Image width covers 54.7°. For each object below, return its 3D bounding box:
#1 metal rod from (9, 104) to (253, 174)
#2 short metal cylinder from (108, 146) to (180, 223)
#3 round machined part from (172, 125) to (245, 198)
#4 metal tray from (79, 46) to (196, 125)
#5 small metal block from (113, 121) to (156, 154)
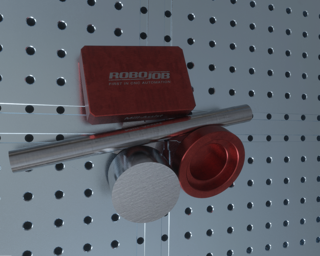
[{"bbox_3d":[-0.018,0.008,0.379,0.303,0.025,0.025,-12,94,-20],"label":"metal rod"},{"bbox_3d":[-0.021,0.068,0.380,0.081,0.050,0.079,-5,110,-13],"label":"short metal cylinder"},{"bbox_3d":[0.061,0.041,0.415,0.099,0.042,0.097,-10,116,-20],"label":"round machined part"},{"bbox_3d":[-0.028,-0.056,0.385,0.131,0.030,0.090,-5,73,-21],"label":"metal tray"},{"bbox_3d":[-0.033,0.015,0.410,0.050,0.025,0.050,19,84,-20],"label":"small metal block"}]
